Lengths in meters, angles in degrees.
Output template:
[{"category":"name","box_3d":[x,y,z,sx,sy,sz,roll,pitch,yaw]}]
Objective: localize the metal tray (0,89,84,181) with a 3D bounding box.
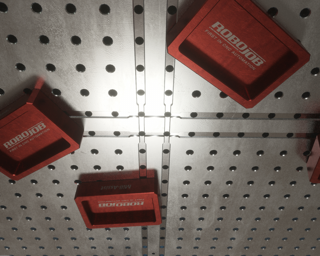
[{"category":"metal tray","box_3d":[-0.182,0.014,0.417,0.130,0.030,0.090,-27,126,20]}]

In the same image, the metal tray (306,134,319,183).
[{"category":"metal tray","box_3d":[0.280,0.043,0.424,0.131,0.030,0.090,-1,143,12]}]

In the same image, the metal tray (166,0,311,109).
[{"category":"metal tray","box_3d":[0.083,-0.087,0.335,0.131,0.030,0.090,30,124,-24]}]

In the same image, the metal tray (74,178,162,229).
[{"category":"metal tray","box_3d":[-0.065,0.127,0.515,0.131,0.030,0.089,-4,130,3]}]
